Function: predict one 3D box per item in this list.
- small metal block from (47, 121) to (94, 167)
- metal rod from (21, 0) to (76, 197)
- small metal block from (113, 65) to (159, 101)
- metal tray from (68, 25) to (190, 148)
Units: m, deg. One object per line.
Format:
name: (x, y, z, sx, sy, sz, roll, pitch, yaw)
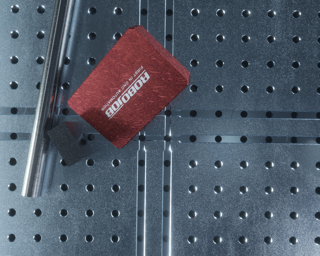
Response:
small metal block: (-0.113, 0.020, 0.399, 0.025, 0.050, 0.050, -32, 90, 0)
metal rod: (-0.145, -0.058, 0.411, 0.025, 0.025, 0.298, 10, 90, -1)
small metal block: (-0.029, -0.055, 0.400, 0.050, 0.050, 0.025, 24, 90, -1)
metal tray: (-0.039, -0.047, 0.378, 0.090, 0.030, 0.130, 43, 114, -10)
